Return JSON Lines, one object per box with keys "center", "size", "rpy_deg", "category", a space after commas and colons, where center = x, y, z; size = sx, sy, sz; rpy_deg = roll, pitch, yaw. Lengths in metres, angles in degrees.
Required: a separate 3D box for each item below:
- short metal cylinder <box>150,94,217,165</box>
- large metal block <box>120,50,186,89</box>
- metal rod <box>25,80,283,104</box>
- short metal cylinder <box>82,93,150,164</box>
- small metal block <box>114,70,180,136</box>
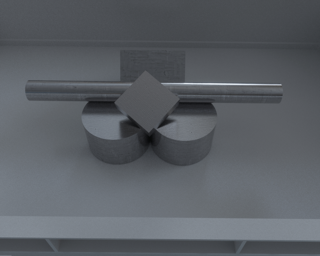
{"center": [0.028, 0.000, 0.388], "size": [0.081, 0.050, 0.080], "rpy_deg": [0, 50, 0], "category": "short metal cylinder"}
{"center": [-0.009, -0.076, 0.424], "size": [0.081, 0.050, 0.080], "rpy_deg": [1, 7, 0], "category": "large metal block"}
{"center": [-0.007, -0.044, 0.375], "size": [0.302, 0.025, 0.025], "rpy_deg": [1, 50, 0], "category": "metal rod"}
{"center": [-0.053, -0.002, 0.388], "size": [0.081, 0.050, 0.080], "rpy_deg": [0, 50, 0], "category": "short metal cylinder"}
{"center": [-0.014, -0.027, 0.347], "size": [0.050, 0.025, 0.050], "rpy_deg": [41, 81, 7], "category": "small metal block"}
